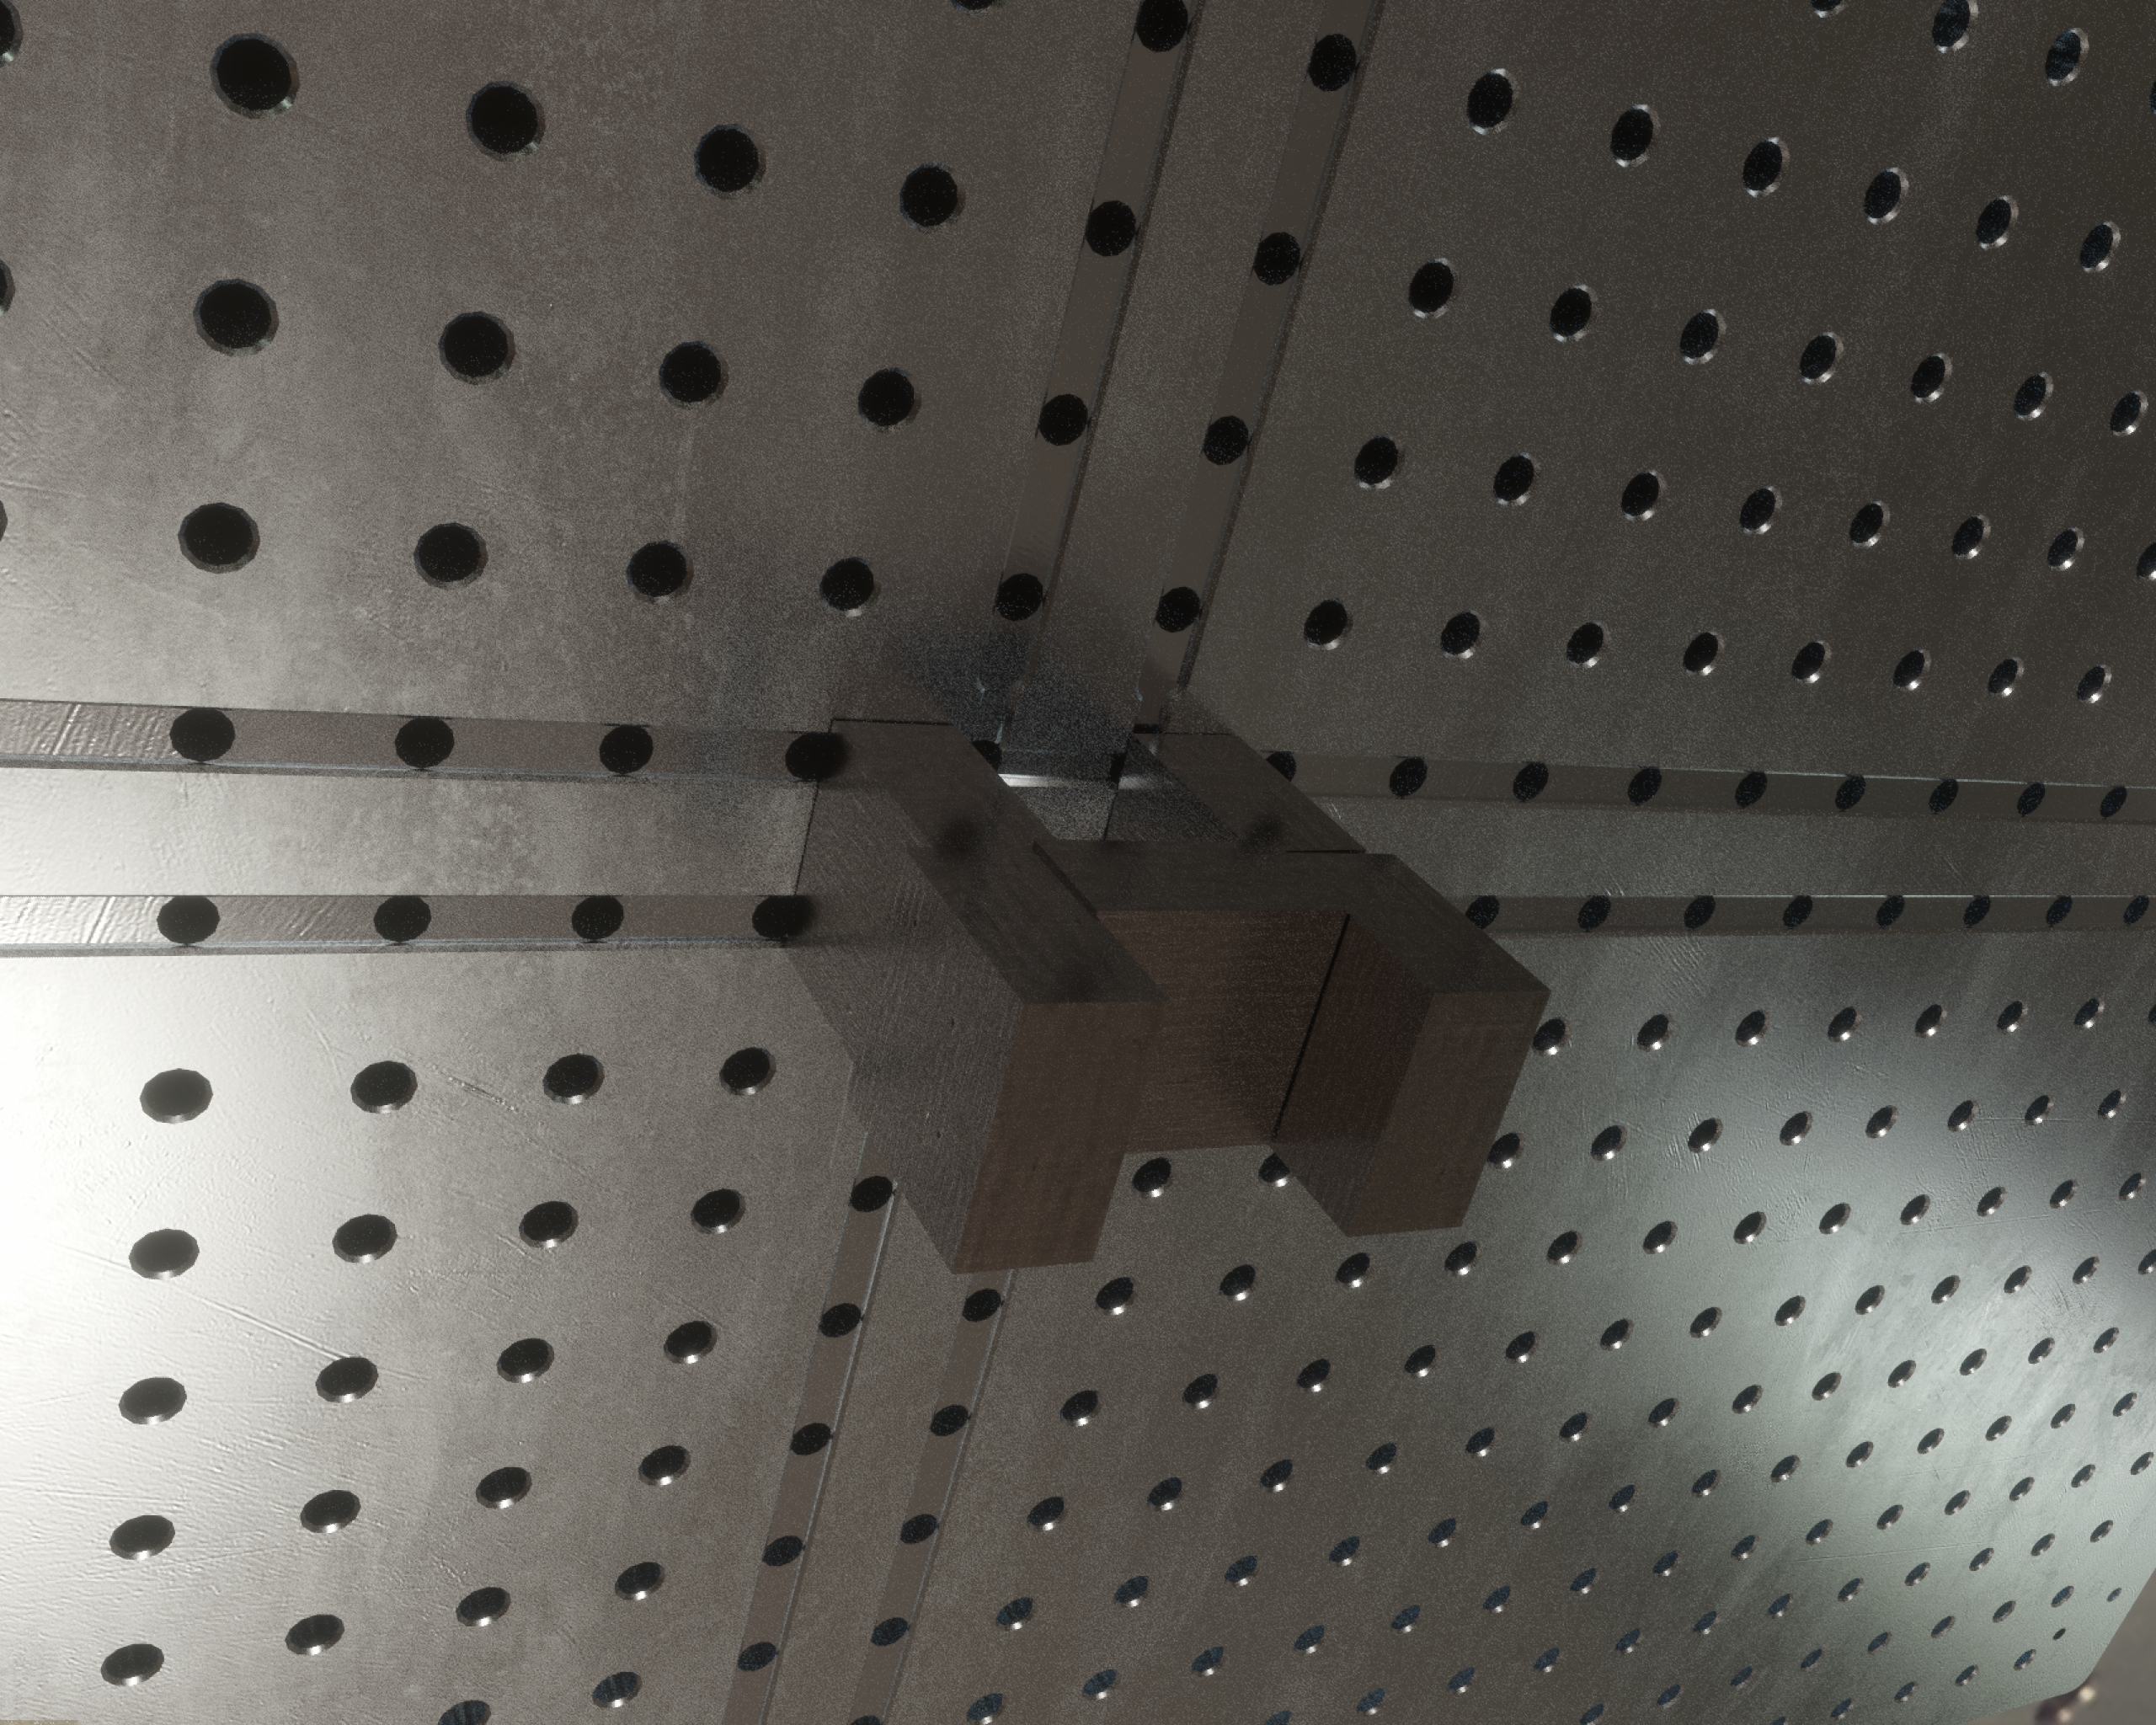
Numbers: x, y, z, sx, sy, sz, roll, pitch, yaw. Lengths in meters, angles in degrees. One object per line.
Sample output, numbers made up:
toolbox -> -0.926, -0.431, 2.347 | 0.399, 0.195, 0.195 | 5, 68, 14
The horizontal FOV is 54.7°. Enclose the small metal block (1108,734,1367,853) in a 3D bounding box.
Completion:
small metal block -> 0.027, 0.008, 0.416 | 0.025, 0.050, 0.050 | -1, 119, -29

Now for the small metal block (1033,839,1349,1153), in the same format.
small metal block -> 0.014, 0.024, 0.371 | 0.050, 0.025, 0.050 | 1, 118, -29

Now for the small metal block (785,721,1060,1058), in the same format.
small metal block -> -0.030, 0.008, 0.384 | 0.025, 0.050, 0.050 | 1, 118, -29

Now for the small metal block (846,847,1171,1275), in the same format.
small metal block -> -0.013, 0.031, 0.342 | 0.025, 0.050, 0.050 | 1, 118, -29

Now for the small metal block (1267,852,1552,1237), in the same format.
small metal block -> 0.053, 0.032, 0.379 | 0.025, 0.050, 0.050 | 1, 118, -29
